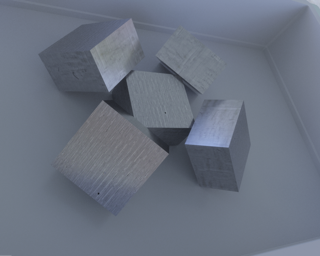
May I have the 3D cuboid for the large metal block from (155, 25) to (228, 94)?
[{"bbox_3d":[0.044,-0.093,0.441,0.080,0.050,0.080,39,8,-1],"label":"large metal block"}]

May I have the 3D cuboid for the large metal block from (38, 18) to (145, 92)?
[{"bbox_3d":[-0.078,-0.086,0.368,0.080,0.080,0.050,-54,137,-39],"label":"large metal block"}]

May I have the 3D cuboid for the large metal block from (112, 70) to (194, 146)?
[{"bbox_3d":[-0.010,-0.024,0.395,0.081,0.050,0.080,1,62,-28],"label":"large metal block"}]

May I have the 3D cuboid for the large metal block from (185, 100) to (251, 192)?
[{"bbox_3d":[0.077,0.021,0.388,0.080,0.050,0.080,-62,144,-39],"label":"large metal block"}]

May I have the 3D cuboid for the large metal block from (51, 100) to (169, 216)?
[{"bbox_3d":[-0.047,0.027,0.319,0.080,0.050,0.080,39,95,-2],"label":"large metal block"}]
